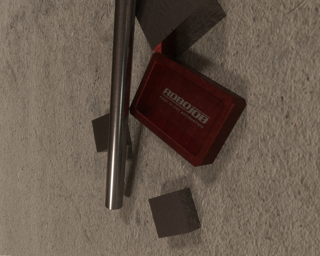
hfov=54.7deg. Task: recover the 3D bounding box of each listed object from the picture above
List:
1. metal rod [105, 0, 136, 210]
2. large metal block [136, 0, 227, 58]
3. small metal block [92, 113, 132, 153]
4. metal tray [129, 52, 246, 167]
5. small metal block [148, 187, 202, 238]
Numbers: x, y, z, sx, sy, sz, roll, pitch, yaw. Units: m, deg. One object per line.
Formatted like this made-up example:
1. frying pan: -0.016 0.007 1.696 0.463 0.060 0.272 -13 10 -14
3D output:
1. metal rod: -0.052 -0.031 0.404 0.025 0.025 0.298 19 111 38
2. large metal block: 0.018 -0.145 0.372 0.080 0.050 0.080 -36 68 34
3. small metal block: -0.073 0.006 0.462 0.050 0.025 0.050 -19 78 38
4. metal tray: 0.027 -0.026 0.377 0.130 0.030 0.089 39 113 32
5. small metal block: 0.018 0.107 0.389 0.050 0.025 0.050 -26 74 37
